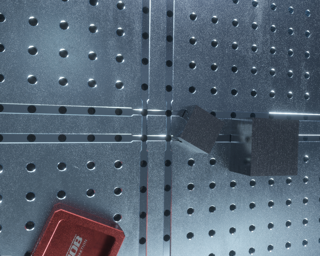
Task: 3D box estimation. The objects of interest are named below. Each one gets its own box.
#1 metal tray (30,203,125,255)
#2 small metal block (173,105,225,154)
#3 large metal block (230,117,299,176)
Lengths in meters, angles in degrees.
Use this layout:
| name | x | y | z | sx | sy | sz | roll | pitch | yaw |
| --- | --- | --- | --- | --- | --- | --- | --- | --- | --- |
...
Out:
| name | x | y | z | sx | sy | sz | roll | pitch | yaw |
| --- | --- | --- | --- | --- | --- | --- | --- | --- | --- |
| metal tray | -0.110 | 0.168 | 0.369 | 0.090 | 0.030 | 0.130 | 27 | 81 | -18 |
| small metal block | 0.054 | 0.002 | 0.432 | 0.050 | 0.025 | 0.050 | 30 | 80 | -18 |
| large metal block | 0.153 | 0.027 | 0.456 | 0.081 | 0.050 | 0.080 | 2 | 89 | -20 |
